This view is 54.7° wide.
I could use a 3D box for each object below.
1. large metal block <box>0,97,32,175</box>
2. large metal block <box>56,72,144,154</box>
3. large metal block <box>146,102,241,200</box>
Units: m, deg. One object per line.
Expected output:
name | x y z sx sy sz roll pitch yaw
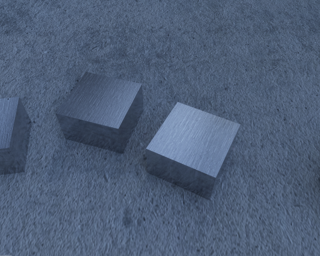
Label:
large metal block | -0.209 0.012 0.376 0.081 0.050 0.080 -7 50 -6
large metal block | -0.074 -0.022 0.404 0.080 0.050 0.080 14 51 11
large metal block | 0.039 0.025 0.366 0.080 0.050 0.080 22 53 17
